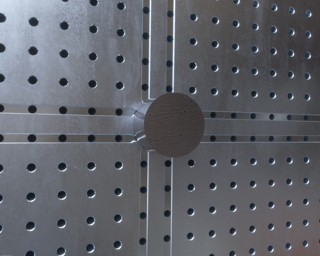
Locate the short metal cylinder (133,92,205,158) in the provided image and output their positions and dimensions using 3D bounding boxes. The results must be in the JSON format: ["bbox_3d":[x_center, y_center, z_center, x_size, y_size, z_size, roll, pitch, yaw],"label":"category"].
[{"bbox_3d":[0.010,-0.004,0.403,0.081,0.050,0.080,0,90,-20],"label":"short metal cylinder"}]
